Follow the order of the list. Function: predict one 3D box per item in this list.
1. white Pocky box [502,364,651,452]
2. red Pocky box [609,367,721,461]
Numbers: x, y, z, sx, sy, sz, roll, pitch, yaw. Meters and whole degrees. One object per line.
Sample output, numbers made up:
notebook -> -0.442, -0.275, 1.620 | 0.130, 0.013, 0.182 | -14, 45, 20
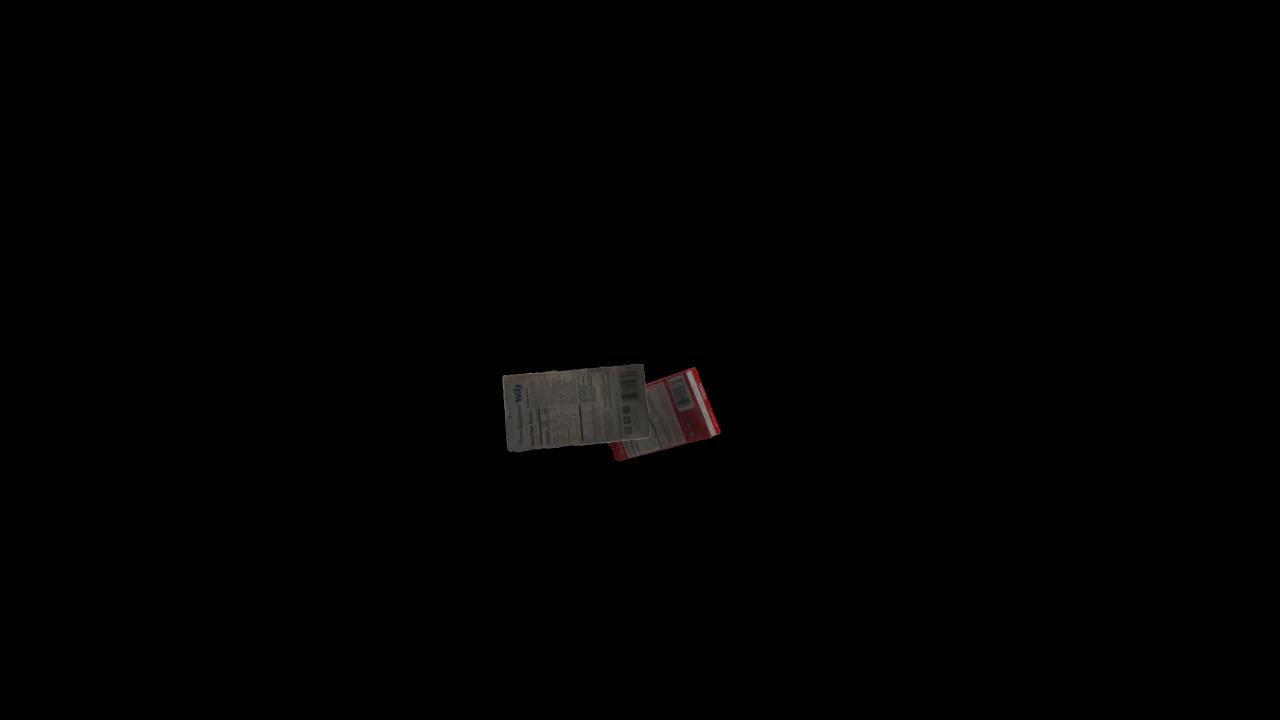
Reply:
white Pocky box -> -0.068, 0.051, 0.669 | 0.154, 0.084, 0.028 | -5, -6, -6
red Pocky box -> 0.018, 0.068, 0.743 | 0.155, 0.083, 0.028 | -21, 1, 40
